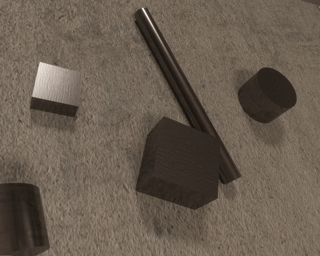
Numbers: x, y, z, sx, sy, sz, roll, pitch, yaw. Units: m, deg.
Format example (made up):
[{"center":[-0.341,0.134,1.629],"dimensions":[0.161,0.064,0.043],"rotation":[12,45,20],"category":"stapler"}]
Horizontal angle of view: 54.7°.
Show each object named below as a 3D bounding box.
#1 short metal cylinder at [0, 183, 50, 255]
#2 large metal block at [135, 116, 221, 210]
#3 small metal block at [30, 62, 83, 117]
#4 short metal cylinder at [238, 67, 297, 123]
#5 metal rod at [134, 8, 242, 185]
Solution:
[{"center":[-0.134,0.082,0.246],"dimensions":[0.081,0.080,0.050],"rotation":[-6,65,-31],"category":"short metal cylinder"},{"center":[0.024,0.044,0.376],"dimensions":[0.080,0.050,0.080],"rotation":[22,54,-16],"category":"large metal block"},{"center":[-0.122,-0.045,0.366],"dimensions":[0.050,0.025,0.050],"rotation":[12,57,-22],"category":"small metal block"},{"center":[0.180,-0.055,0.521],"dimensions":[0.081,0.050,0.080],"rotation":[14,56,-21],"category":"short metal cylinder"},{"center":[0.034,-0.057,0.458],"dimensions":[0.025,0.025,0.299],"rotation":[-15,69,-34],"category":"metal rod"}]
